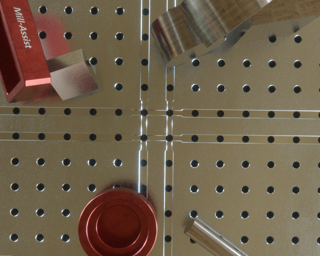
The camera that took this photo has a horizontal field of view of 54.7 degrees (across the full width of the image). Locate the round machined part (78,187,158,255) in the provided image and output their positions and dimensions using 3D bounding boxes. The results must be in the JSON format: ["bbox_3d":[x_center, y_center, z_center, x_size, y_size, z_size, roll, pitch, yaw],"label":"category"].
[{"bbox_3d":[-0.052,0.126,0.404,0.099,0.042,0.097,0,90,0],"label":"round machined part"}]

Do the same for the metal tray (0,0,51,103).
[{"bbox_3d":[-0.180,-0.104,0.379,0.030,0.090,0.129,-17,90,-39],"label":"metal tray"}]

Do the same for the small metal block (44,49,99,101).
[{"bbox_3d":[-0.113,-0.067,0.397,0.050,0.050,0.025,-19,55,0],"label":"small metal block"}]

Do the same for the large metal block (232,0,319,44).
[{"bbox_3d":[0.138,-0.146,0.387,0.080,0.080,0.050,-10,90,0],"label":"large metal block"}]

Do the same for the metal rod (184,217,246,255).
[{"bbox_3d":[0.160,0.220,0.414,0.301,0.025,0.025,37,90,0],"label":"metal rod"}]

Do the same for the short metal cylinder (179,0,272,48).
[{"bbox_3d":[0.067,-0.126,0.314,0.080,0.080,0.050,-36,96,0],"label":"short metal cylinder"}]

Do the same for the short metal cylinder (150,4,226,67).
[{"bbox_3d":[0.034,-0.116,0.386,0.080,0.080,0.050,-23,90,0],"label":"short metal cylinder"}]
